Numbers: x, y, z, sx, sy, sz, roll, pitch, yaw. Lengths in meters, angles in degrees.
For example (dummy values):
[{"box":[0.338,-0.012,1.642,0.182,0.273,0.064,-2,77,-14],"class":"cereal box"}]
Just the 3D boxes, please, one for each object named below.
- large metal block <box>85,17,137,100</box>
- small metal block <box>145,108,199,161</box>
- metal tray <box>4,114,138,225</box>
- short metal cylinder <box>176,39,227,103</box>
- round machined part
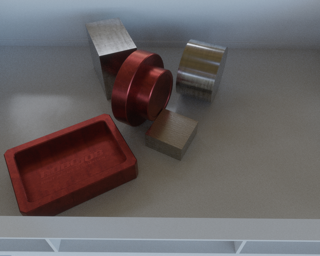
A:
[{"box":[-0.069,-0.101,0.454,0.050,0.080,0.080,-17,52,-14],"class":"large metal block"},{"box":[0.015,0.008,0.399,0.050,0.025,0.050,22,53,17],"class":"small metal block"},{"box":[-0.103,0.042,0.364,0.131,0.030,0.090,-23,54,-19],"class":"metal tray"},{"box":[0.060,-0.080,0.438,0.050,0.080,0.080,17,52,13],"class":"short metal cylinder"},{"box":[-0.017,-0.047,0.396,0.042,0.097,0.098,21,53,19],"class":"round machined part"}]
